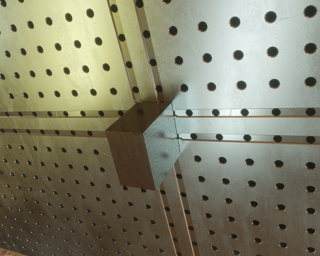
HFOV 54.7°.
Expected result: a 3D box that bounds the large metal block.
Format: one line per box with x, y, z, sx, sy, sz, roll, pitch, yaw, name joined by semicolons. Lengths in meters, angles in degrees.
-0.018;0.020;0.395;0.050;0.080;0.079;3;120;26;large metal block
